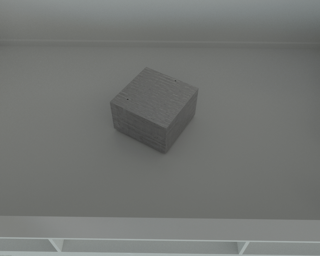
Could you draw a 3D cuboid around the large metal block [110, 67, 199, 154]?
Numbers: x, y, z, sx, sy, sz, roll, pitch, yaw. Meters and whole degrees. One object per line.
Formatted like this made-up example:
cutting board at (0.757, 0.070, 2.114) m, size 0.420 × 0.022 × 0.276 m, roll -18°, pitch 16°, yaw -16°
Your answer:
large metal block at (-0.006, -0.025, 0.406) m, size 0.080 × 0.050 × 0.080 m, roll 25°, pitch 54°, yaw 19°
